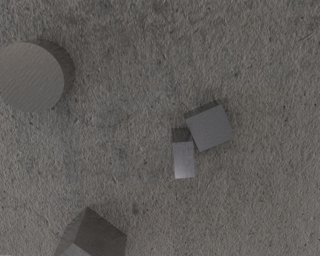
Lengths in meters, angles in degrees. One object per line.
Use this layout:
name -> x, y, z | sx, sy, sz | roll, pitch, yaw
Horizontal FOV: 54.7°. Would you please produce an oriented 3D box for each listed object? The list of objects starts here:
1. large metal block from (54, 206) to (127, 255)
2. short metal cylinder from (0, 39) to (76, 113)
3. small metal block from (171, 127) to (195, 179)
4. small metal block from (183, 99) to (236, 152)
large metal block -> -0.098, 0.174, 0.444 | 0.080, 0.080, 0.050 | 42, 105, -14
short metal cylinder -> -0.148, -0.064, 0.371 | 0.081, 0.050, 0.079 | 0, 110, 0
small metal block -> 0.030, 0.032, 0.408 | 0.025, 0.050, 0.050 | -4, 110, 1
small metal block -> 0.065, -0.003, 0.409 | 0.050, 0.025, 0.050 | -24, 109, 8
